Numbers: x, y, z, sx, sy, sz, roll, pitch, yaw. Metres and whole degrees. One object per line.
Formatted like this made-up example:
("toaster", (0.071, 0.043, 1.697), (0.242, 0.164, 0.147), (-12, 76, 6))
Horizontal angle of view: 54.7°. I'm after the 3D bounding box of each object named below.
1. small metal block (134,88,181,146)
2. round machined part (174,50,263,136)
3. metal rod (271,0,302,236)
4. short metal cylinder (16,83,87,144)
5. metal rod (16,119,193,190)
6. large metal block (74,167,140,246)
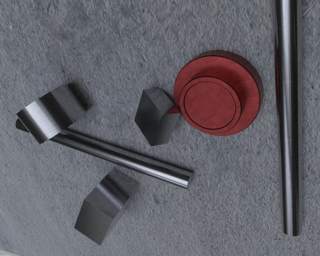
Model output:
("small metal block", (-0.005, -0.014, 0.384), (0.050, 0.025, 0.050), (55, 139, 37))
("round machined part", (0.060, -0.033, 0.343), (0.098, 0.042, 0.097), (13, 124, 20))
("metal rod", (0.139, -0.001, 0.332), (0.025, 0.025, 0.298), (1, 119, 27))
("short metal cylinder", (-0.151, -0.021, 0.436), (0.080, 0.080, 0.050), (-24, 106, 36))
("metal rod", (-0.096, 0.032, 0.475), (0.301, 0.025, 0.025), (17, 125, 18))
("large metal block", (-0.083, 0.123, 0.489), (0.050, 0.080, 0.079), (32, 128, 7))
